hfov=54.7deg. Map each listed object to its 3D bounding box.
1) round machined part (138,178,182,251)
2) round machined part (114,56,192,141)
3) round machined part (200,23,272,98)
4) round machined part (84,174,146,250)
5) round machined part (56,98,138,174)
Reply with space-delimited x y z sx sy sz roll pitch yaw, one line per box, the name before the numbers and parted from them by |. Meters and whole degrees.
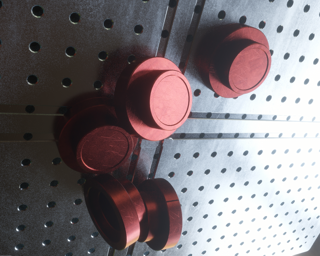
round machined part | -0.013 0.121 0.433 0.042 0.098 0.097 -1 119 -30
round machined part | 0.000 -0.033 0.357 0.099 0.042 0.097 -9 103 -43
round machined part | 0.106 -0.084 0.409 0.099 0.042 0.097 -14 124 -21
round machined part | -0.055 0.103 0.402 0.042 0.098 0.097 -22 129 -36
round machined part | -0.071 0.017 0.373 0.099 0.042 0.097 -14 124 -21
